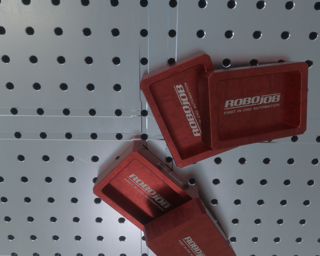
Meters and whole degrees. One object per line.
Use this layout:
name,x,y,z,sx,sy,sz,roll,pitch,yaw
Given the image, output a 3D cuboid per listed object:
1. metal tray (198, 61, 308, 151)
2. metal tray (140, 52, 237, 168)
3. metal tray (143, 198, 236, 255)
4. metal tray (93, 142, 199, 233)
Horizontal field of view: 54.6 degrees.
metal tray,0.114,-0.029,0.376,0.131,0.030,0.089,-9,105,-15
metal tray,0.040,-0.022,0.402,0.090,0.030,0.130,-22,109,7
metal tray,0.046,0.166,0.448,0.090,0.030,0.130,-30,125,5
metal tray,-0.017,0.094,0.444,0.130,0.030,0.090,42,105,-14
